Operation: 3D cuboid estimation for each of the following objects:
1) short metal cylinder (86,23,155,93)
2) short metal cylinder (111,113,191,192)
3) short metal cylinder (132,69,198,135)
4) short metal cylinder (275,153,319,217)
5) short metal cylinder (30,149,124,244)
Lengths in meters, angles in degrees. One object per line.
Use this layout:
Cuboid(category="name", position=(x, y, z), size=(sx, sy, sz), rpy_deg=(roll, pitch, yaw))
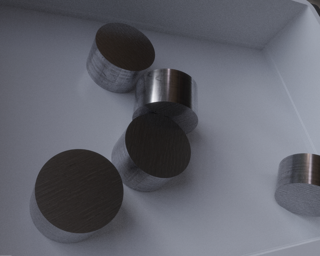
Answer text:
Cuboid(category="short metal cylinder", position=(-0.054, -0.094, 0.418), size=(0.081, 0.050, 0.080), rpy_deg=(14, 56, -21))
Cuboid(category="short metal cylinder", position=(-0.011, 0.030, 0.365), size=(0.081, 0.050, 0.080), rpy_deg=(13, 56, -21))
Cuboid(category="short metal cylinder", position=(0.008, -0.029, 0.392), size=(0.081, 0.080, 0.050), rpy_deg=(16, 55, -19))
Cuboid(category="short metal cylinder", position=(0.205, 0.080, 0.432), size=(0.080, 0.080, 0.050), rpy_deg=(32, 52, -8))
Cuboid(category="short metal cylinder", position=(-0.082, 0.067, 0.304), size=(0.081, 0.050, 0.080), rpy_deg=(14, 56, -21))
